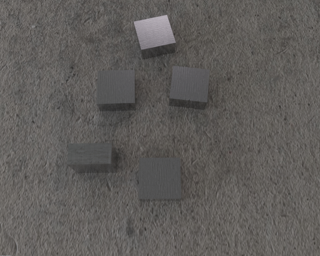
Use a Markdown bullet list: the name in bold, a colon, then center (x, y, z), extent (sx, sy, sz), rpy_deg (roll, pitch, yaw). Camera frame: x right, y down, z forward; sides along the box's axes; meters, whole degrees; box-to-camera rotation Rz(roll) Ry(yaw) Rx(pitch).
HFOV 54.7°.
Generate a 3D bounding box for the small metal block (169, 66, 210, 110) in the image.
- **small metal block**: center (0.040, -0.056, 0.429), extent (0.050, 0.025, 0.050), rpy_deg (7, 70, 2)

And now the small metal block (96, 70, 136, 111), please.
- **small metal block**: center (-0.059, -0.051, 0.426), extent (0.050, 0.025, 0.050), rpy_deg (-2, 70, -1)

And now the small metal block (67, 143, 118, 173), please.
- **small metal block**: center (-0.081, 0.038, 0.380), extent (0.050, 0.050, 0.025), rpy_deg (-1, 70, 0)

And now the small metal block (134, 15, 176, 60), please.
- **small metal block**: center (-0.008, -0.134, 0.457), extent (0.050, 0.025, 0.050), rpy_deg (-13, 71, -5)

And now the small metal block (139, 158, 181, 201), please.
- **small metal block**: center (0.000, 0.064, 0.385), extent (0.050, 0.025, 0.050), rpy_deg (0, 70, 0)
